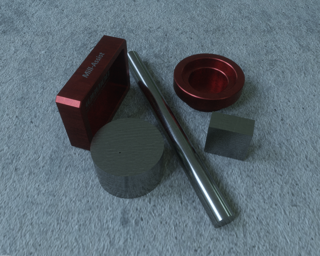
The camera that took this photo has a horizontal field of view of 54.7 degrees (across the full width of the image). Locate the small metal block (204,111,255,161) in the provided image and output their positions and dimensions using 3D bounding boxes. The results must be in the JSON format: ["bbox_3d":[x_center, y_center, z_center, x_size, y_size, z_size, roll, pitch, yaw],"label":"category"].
[{"bbox_3d":[0.083,0.010,0.377,0.050,0.050,0.025,13,51,10],"label":"small metal block"}]

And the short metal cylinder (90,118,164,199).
[{"bbox_3d":[-0.036,0.035,0.359,0.081,0.050,0.080,0,50,0],"label":"short metal cylinder"}]

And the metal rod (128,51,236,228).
[{"bbox_3d":[0.011,-0.008,0.412,0.025,0.025,0.300,-17,52,-14],"label":"metal rod"}]

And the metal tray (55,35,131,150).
[{"bbox_3d":[-0.079,-0.047,0.401,0.030,0.089,0.130,14,51,11],"label":"metal tray"}]

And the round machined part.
[{"bbox_3d":[0.068,-0.061,0.446,0.099,0.042,0.098,0,50,0],"label":"round machined part"}]
